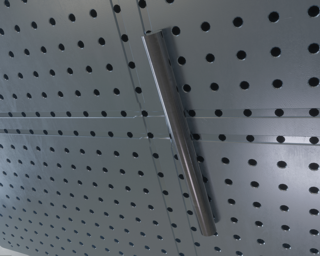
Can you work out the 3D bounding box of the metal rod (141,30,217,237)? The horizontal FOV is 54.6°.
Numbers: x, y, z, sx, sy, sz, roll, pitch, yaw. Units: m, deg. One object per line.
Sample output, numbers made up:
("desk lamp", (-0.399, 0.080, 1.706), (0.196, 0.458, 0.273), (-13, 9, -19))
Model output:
("metal rod", (0.032, 0.024, 0.409), (0.025, 0.025, 0.299), (-3, 117, 30))
